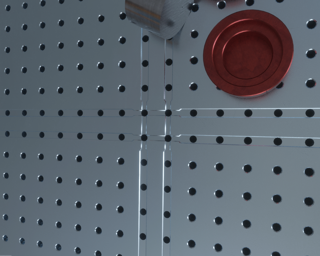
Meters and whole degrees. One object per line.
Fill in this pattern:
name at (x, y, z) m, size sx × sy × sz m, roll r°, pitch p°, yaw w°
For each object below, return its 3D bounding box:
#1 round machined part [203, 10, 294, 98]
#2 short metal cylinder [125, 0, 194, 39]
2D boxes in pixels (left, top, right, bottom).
round machined part at (0.104, -0.084, 0.367) m, size 0.098 × 0.042 × 0.097 m, roll 0°, pitch 90°, yaw 19°
short metal cylinder at (0.002, -0.157, 0.382) m, size 0.050 × 0.080 × 0.080 m, roll 31°, pitch 100°, yaw 17°
